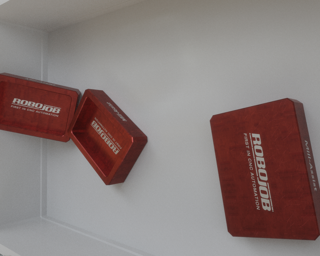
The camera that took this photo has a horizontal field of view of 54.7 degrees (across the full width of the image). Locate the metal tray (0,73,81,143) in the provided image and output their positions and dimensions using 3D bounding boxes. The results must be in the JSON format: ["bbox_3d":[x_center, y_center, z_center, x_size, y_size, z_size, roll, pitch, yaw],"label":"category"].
[{"bbox_3d":[-0.208,-0.034,0.518,0.030,0.131,0.089,-117,41,-74],"label":"metal tray"}]

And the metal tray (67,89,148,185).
[{"bbox_3d":[-0.085,0.011,0.473,0.130,0.030,0.089,45,117,31],"label":"metal tray"}]

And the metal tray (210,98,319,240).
[{"bbox_3d":[0.106,0.043,0.316,0.090,0.030,0.129,-13,81,39],"label":"metal tray"}]
